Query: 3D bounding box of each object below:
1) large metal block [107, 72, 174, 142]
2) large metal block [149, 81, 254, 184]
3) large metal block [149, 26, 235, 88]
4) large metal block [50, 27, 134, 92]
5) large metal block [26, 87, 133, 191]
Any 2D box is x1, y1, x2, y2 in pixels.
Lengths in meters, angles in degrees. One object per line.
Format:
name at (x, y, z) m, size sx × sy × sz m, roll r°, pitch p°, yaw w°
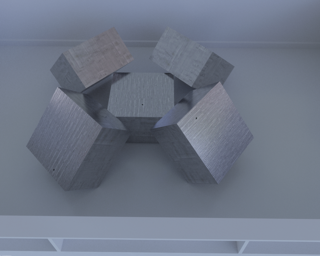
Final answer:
large metal block at (-0.023, -0.028, 0.409) m, size 0.080 × 0.050 × 0.080 m, roll 1°, pitch 50°, yaw 0°
large metal block at (0.049, 0.006, 0.353) m, size 0.080 × 0.050 × 0.080 m, roll -44°, pitch 108°, yaw -31°
large metal block at (0.046, -0.092, 0.438) m, size 0.080 × 0.050 × 0.080 m, roll 39°, pitch 17°, yaw 28°
large metal block at (-0.096, -0.087, 0.429) m, size 0.080 × 0.080 × 0.050 m, roll -38°, pitch 103°, yaw -28°
large metal block at (-0.092, 0.012, 0.349) m, size 0.080 × 0.050 × 0.080 m, roll 39°, pitch 104°, yaw 27°
